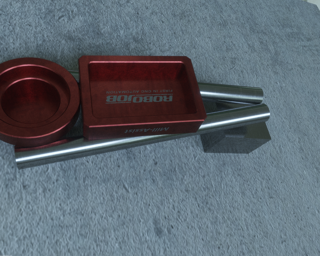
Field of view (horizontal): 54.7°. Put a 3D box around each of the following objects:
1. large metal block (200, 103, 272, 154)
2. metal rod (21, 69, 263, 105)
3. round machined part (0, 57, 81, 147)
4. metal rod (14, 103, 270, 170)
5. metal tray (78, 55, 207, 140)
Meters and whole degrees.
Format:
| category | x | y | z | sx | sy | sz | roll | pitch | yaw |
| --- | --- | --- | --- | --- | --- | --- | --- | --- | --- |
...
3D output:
| category | x | y | z | sx | sy | sz | roll | pitch | yaw |
| --- | --- | --- | --- | --- | --- | --- | --- | --- | --- |
| large metal block | 0.103 | -0.010 | 0.451 | 0.081 | 0.050 | 0.080 | 4 | 60 | -27 |
| metal rod | -0.013 | -0.051 | 0.389 | 0.302 | 0.025 | 0.025 | 3 | 60 | -12 |
| round machined part | -0.136 | -0.024 | 0.329 | 0.099 | 0.042 | 0.098 | 7 | 60 | -13 |
| metal rod | -0.003 | 0.005 | 0.361 | 0.303 | 0.025 | 0.025 | -10 | 67 | -19 |
| metal tray | -0.022 | -0.037 | 0.348 | 0.131 | 0.030 | 0.090 | -3 | 63 | -16 |
